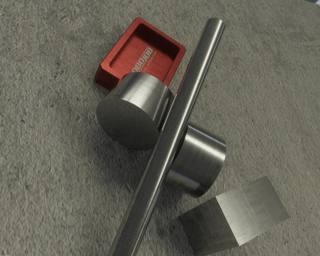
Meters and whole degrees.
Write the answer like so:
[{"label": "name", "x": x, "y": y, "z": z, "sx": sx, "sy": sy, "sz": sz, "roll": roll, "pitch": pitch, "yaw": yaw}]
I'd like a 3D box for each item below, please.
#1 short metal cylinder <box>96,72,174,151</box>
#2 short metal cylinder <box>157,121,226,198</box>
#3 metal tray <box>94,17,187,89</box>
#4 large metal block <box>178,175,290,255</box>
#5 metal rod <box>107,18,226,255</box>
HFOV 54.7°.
[{"label": "short metal cylinder", "x": -0.027, "y": -0.019, "z": 0.365, "sx": 0.080, "sy": 0.080, "sz": 0.050, "roll": 35, "pitch": 51, "yaw": -5}, {"label": "short metal cylinder", "x": 0.033, "y": 0.035, "z": 0.365, "sx": 0.050, "sy": 0.080, "sz": 0.080, "roll": 27, "pitch": 52, "yaw": -12}, {"label": "metal tray", "x": -0.023, "y": -0.093, "z": 0.444, "sx": 0.090, "sy": 0.030, "sz": 0.130, "roll": 31, "pitch": 52, "yaw": -8}, {"label": "large metal block", "x": 0.081, "y": 0.101, "z": 0.351, "sx": 0.081, "sy": 0.080, "sz": 0.050, "roll": -12, "pitch": 68, "yaw": -33}, {"label": "metal rod", "x": 0.014, "y": 0.001, "z": 0.334, "sx": 0.025, "sy": 0.025, "sz": 0.300, "roll": 27, "pitch": 69, "yaw": -11}]
